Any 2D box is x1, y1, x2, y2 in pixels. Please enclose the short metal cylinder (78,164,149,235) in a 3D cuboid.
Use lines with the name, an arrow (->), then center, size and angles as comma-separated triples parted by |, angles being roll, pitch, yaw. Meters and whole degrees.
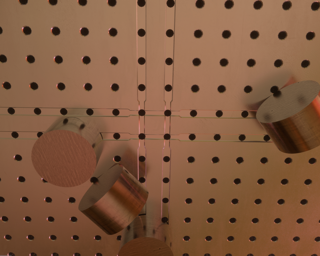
short metal cylinder -> -0.062, 0.095, 0.418 | 0.080, 0.080, 0.050 | -39, 106, 13

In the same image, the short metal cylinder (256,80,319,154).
short metal cylinder -> 0.168, -0.014, 0.381 | 0.080, 0.080, 0.050 | -36, 107, 12

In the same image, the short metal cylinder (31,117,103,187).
short metal cylinder -> -0.120, 0.031, 0.410 | 0.081, 0.050, 0.079 | 0, 110, -1

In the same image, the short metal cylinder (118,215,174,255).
short metal cylinder -> -0.020, 0.180, 0.466 | 0.081, 0.050, 0.079 | 0, 110, -1
